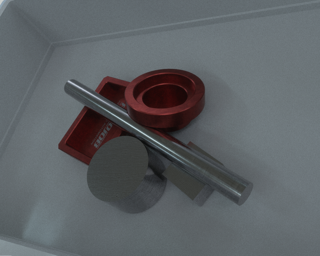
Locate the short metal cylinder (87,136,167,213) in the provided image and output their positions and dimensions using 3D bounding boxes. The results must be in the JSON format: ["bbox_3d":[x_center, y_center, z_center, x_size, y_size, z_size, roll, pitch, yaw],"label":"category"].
[{"bbox_3d":[-0.039,0.056,0.371,0.080,0.050,0.080,-13,56,20],"label":"short metal cylinder"}]

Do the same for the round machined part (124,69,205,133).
[{"bbox_3d":[0.007,-0.032,0.391,0.099,0.042,0.098,-4,41,4],"label":"round machined part"}]

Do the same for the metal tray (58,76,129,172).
[{"bbox_3d":[-0.075,-0.007,0.441,0.090,0.030,0.130,20,72,35],"label":"metal tray"}]

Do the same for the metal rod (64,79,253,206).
[{"bbox_3d":[-0.025,0.001,0.378,0.300,0.025,0.025,30,78,35],"label":"metal rod"}]

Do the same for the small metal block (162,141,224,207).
[{"bbox_3d":[0.040,0.051,0.350,0.050,0.025,0.050,-49,52,-7],"label":"small metal block"}]
